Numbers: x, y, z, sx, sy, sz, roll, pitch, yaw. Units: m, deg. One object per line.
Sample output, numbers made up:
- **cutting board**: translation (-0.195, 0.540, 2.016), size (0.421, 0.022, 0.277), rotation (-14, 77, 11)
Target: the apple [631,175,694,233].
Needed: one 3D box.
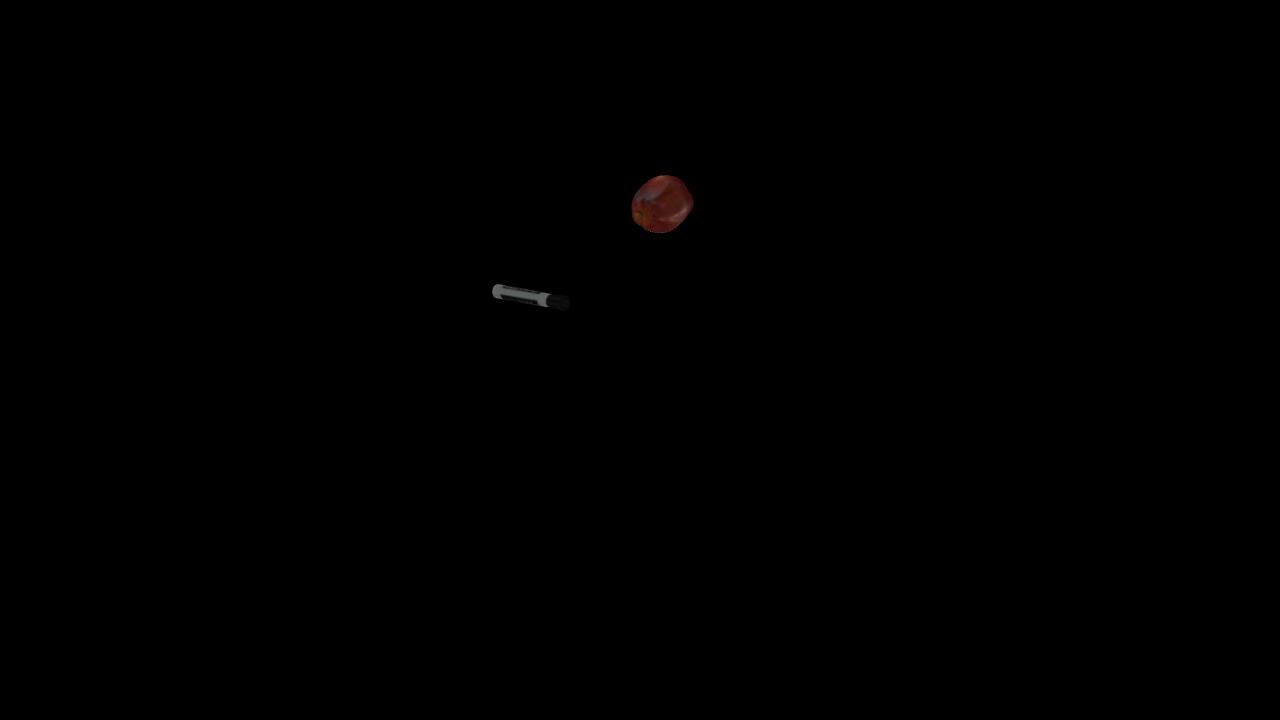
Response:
- **apple**: translation (0.030, -0.219, 0.868), size (0.079, 0.079, 0.093), rotation (0, 30, 45)

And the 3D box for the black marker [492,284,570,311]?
- **black marker**: translation (-0.135, -0.077, 0.759), size (0.121, 0.020, 0.020), rotation (13, 7, 33)
